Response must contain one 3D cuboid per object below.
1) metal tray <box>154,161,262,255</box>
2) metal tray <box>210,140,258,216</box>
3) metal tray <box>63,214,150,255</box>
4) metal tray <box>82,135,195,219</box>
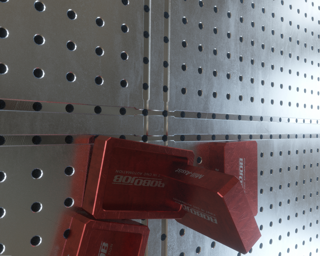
[{"bbox_3d":[0.052,0.092,0.386,0.030,0.130,0.090,-36,113,-28],"label":"metal tray"},{"bbox_3d":[0.124,0.086,0.513,0.091,0.030,0.129,-1,91,-40],"label":"metal tray"},{"bbox_3d":[-0.068,0.170,0.350,0.091,0.030,0.129,22,76,-38],"label":"metal tray"},{"bbox_3d":[-0.021,0.063,0.380,0.131,0.030,0.089,12,86,-35],"label":"metal tray"}]
